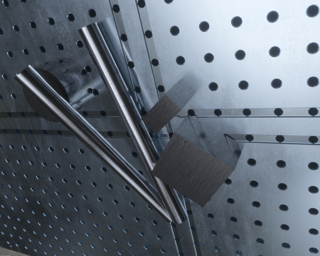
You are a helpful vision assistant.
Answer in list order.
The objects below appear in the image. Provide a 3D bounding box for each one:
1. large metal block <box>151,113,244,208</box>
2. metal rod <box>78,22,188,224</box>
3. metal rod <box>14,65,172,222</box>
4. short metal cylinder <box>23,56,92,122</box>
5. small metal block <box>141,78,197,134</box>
[{"bbox_3d":[0.046,0.041,0.396,0.080,0.050,0.079,33,129,6],"label":"large metal block"},{"bbox_3d":[-0.030,0.005,0.423,0.025,0.025,0.299,-13,110,33],"label":"metal rod"},{"bbox_3d":[-0.073,0.035,0.429,0.025,0.025,0.300,-24,119,36],"label":"metal rod"},{"bbox_3d":[-0.144,-0.055,0.437,0.080,0.050,0.079,13,124,21],"label":"short metal cylinder"},{"bbox_3d":[0.011,-0.027,0.373,0.025,0.050,0.050,44,129,-2],"label":"small metal block"}]
